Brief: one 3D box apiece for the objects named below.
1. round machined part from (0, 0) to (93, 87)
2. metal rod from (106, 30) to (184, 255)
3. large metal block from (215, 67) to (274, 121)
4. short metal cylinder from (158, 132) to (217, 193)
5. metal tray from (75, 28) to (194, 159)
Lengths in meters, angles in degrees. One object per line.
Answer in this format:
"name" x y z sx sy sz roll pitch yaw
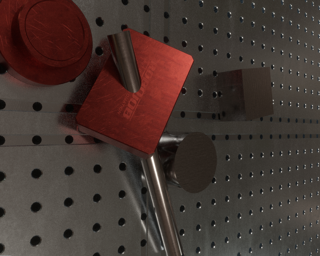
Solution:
"round machined part" -0.111 -0.091 0.306 0.099 0.042 0.097 0 90 -40
"metal rod" -0.012 0.036 0.379 0.025 0.025 0.298 -29 115 -37
"large metal block" 0.142 -0.057 0.515 0.081 0.050 0.079 -13 98 -40
"short metal cylinder" 0.032 0.045 0.422 0.081 0.050 0.079 0 90 -40
"metal tray" -0.026 -0.041 0.355 0.090 0.030 0.130 24 71 -1
